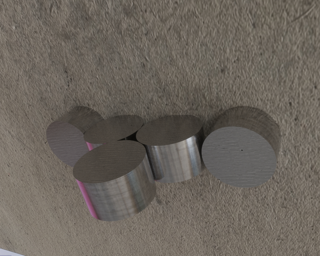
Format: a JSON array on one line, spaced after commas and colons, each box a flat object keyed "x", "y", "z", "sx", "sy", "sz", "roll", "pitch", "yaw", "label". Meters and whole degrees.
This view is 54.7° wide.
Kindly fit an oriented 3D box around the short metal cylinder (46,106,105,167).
[{"x": -0.120, "y": 0.013, "z": 0.464, "sx": 0.080, "sy": 0.050, "sz": 0.079, "roll": 13, "pitch": 124, "yaw": 20, "label": "short metal cylinder"}]

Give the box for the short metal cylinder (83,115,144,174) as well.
[{"x": -0.055, "y": 0.022, "z": 0.415, "sx": 0.080, "sy": 0.080, "sz": 0.050, "roll": 0, "pitch": 119, "yaw": 28, "label": "short metal cylinder"}]

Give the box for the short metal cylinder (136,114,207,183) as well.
[{"x": 0.016, "y": 0.023, "z": 0.379, "sx": 0.080, "sy": 0.080, "sz": 0.050, "roll": 0, "pitch": 118, "yaw": 28, "label": "short metal cylinder"}]

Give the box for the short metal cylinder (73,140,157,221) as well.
[{"x": -0.049, "y": 0.056, "z": 0.343, "sx": 0.080, "sy": 0.080, "sz": 0.050, "roll": 1, "pitch": 120, "yaw": 28, "label": "short metal cylinder"}]

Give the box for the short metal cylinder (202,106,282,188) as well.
[{"x": 0.094, "y": 0.021, "z": 0.355, "sx": 0.080, "sy": 0.050, "sz": 0.079, "roll": 13, "pitch": 124, "yaw": 20, "label": "short metal cylinder"}]
